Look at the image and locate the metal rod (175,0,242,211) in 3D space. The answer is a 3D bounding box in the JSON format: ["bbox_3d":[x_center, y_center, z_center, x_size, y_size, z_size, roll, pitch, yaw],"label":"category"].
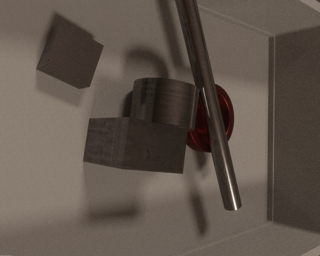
[{"bbox_3d":[0.066,-0.029,0.409,0.025,0.025,0.298,-25,106,-38],"label":"metal rod"}]

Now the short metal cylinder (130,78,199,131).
[{"bbox_3d":[0.005,-0.026,0.377,0.081,0.080,0.050,12,83,-40],"label":"short metal cylinder"}]

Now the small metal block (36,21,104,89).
[{"bbox_3d":[-0.094,-0.075,0.329,0.050,0.025,0.050,25,74,-38],"label":"small metal block"}]

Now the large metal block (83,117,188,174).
[{"bbox_3d":[-0.028,0.020,0.349,0.081,0.080,0.050,11,83,-40],"label":"large metal block"}]

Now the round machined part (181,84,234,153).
[{"bbox_3d":[0.060,-0.014,0.449,0.099,0.042,0.097,0,90,-40],"label":"round machined part"}]
